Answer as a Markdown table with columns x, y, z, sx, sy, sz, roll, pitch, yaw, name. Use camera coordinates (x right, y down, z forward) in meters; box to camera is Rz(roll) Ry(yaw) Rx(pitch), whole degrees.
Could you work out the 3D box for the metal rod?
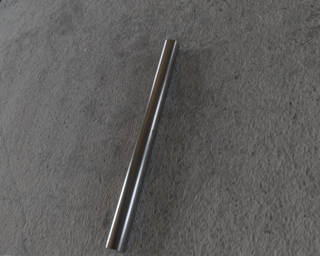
| x | y | z | sx | sy | sz | roll | pitch | yaw | name |
| --- | --- | --- | --- | --- | --- | --- | --- | --- | --- |
| -0.016 | 0.005 | 0.409 | 0.025 | 0.025 | 0.300 | 0 | 62 | 28 | metal rod |
